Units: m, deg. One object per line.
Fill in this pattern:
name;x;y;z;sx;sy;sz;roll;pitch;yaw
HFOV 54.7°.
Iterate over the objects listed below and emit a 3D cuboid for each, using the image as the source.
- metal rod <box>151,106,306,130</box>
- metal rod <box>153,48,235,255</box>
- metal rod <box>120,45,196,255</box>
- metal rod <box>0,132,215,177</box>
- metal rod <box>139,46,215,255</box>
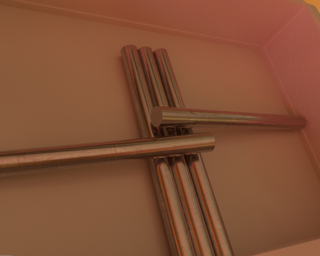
metal rod;0.120;-0.011;0.455;0.302;0.025;0.025;1;61;-35
metal rod;0.036;0.018;0.414;0.025;0.025;0.299;-1;62;-29
metal rod;-0.008;0.019;0.390;0.025;0.025;0.299;-1;62;-29
metal rod;-0.076;0.028;0.326;0.303;0.025;0.025;-4;64;-24
metal rod;0.014;0.018;0.402;0.025;0.025;0.299;-1;62;-29
